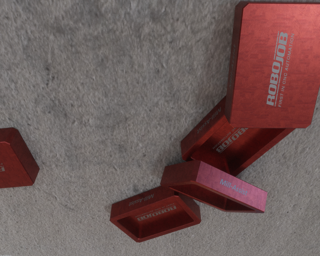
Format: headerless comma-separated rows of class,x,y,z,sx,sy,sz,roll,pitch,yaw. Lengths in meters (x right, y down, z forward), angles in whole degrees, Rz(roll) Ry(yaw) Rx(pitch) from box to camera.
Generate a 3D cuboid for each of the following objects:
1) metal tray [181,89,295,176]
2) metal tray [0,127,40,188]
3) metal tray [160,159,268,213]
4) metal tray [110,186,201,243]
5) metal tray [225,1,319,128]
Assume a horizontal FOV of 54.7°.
metal tray,0.100,0.010,0.413,0.090,0.030,0.129,27,125,-22
metal tray,-0.253,0.048,0.441,0.131,0.030,0.089,-6,130,4
metal tray,0.078,0.089,0.452,0.131,0.030,0.090,26,156,-21
metal tray,-0.007,0.146,0.528,0.130,0.030,0.090,-24,127,19
metal tray,0.122,-0.064,0.329,0.091,0.030,0.129,0,115,-1
